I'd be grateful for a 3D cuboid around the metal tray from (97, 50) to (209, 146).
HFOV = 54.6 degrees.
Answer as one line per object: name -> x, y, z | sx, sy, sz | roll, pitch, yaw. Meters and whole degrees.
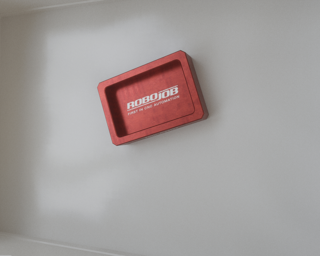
metal tray -> -0.011, -0.036, 0.412 | 0.130, 0.030, 0.090 | -18, 84, 19
